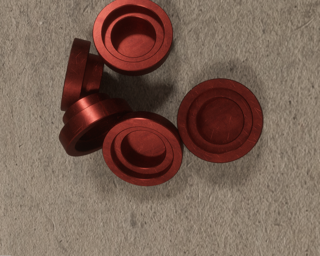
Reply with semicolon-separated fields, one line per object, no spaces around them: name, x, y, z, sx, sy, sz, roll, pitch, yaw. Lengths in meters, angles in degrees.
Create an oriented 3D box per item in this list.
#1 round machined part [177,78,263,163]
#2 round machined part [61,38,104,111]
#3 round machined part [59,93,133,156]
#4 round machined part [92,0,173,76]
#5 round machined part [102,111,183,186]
round machined part;0.073;-0.009;0.374;0.098;0.042;0.097;0;90;19
round machined part;-0.101;-0.067;0.415;0.042;0.098;0.097;11;95;-15
round machined part;-0.084;-0.008;0.399;0.098;0.098;0.042;-39;74;15
round machined part;-0.034;-0.113;0.399;0.099;0.042;0.097;0;80;-2
round machined part;-0.019;0.022;0.391;0.099;0.042;0.097;3;118;6
